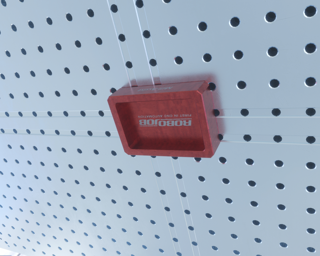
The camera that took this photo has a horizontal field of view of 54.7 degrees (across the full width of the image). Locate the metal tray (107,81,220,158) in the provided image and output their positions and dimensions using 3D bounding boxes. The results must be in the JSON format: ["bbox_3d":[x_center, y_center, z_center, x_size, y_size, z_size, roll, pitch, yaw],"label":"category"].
[{"bbox_3d":[0.004,-0.009,0.399,0.130,0.030,0.089,-1,118,28],"label":"metal tray"}]
